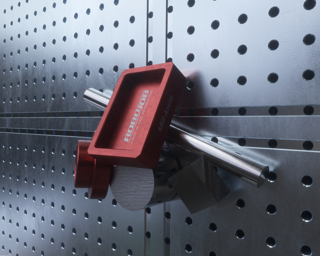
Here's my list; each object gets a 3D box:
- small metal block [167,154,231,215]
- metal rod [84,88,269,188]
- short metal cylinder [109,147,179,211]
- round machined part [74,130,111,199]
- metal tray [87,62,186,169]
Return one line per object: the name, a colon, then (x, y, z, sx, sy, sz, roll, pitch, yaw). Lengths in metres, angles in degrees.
small metal block: (0.043, 0.065, 0.354, 0.050, 0.025, 0.050, 55, 140, 7)
metal rod: (-0.003, -0.001, 0.407, 0.300, 0.025, 0.025, 25, 106, 37)
short metal cylinder: (-0.021, 0.063, 0.406, 0.080, 0.050, 0.079, 0, 90, 40)
round machined part: (-0.099, 0.052, 0.444, 0.098, 0.042, 0.097, -175, 89, -73)
metal tray: (-0.028, -0.017, 0.386, 0.090, 0.030, 0.130, 0, 61, 39)
